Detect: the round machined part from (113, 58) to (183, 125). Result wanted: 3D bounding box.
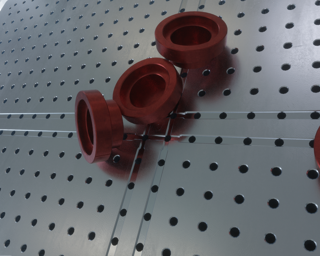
[{"bbox_3d":[-0.013,-0.047,0.434,0.098,0.042,0.098,-13,57,21],"label":"round machined part"}]

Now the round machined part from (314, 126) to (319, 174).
[{"bbox_3d":[0.194,0.026,0.280,0.098,0.042,0.098,-13,56,21],"label":"round machined part"}]

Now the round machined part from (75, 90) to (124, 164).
[{"bbox_3d":[-0.081,-0.003,0.421,0.042,0.097,0.098,-8,45,-28],"label":"round machined part"}]

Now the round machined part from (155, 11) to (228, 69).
[{"bbox_3d":[0.044,-0.120,0.435,0.098,0.042,0.098,-3,49,4],"label":"round machined part"}]
